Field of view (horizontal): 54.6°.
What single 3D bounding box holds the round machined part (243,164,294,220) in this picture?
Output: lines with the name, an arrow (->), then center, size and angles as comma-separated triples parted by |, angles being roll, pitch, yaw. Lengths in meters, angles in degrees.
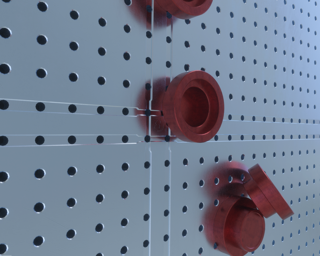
round machined part -> 0.177, 0.112, 0.522 | 0.042, 0.098, 0.098 | -36, 120, 11

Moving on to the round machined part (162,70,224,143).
round machined part -> 0.042, -0.029, 0.432 | 0.099, 0.042, 0.097 | 0, 90, -40

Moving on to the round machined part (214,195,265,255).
round machined part -> 0.137, 0.164, 0.512 | 0.099, 0.042, 0.097 | 0, 90, -40

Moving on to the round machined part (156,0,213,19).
round machined part -> 0.026, -0.196, 0.418 | 0.099, 0.042, 0.097 | 0, 90, -40
